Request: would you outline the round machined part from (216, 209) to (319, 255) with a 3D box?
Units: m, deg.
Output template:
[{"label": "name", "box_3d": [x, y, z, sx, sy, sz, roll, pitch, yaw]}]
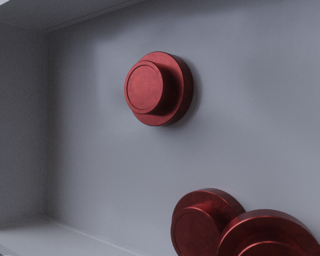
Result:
[{"label": "round machined part", "box_3d": [0.101, 0.129, 0.287, 0.098, 0.042, 0.097, 1, 94, 13]}]

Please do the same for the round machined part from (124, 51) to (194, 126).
[{"label": "round machined part", "box_3d": [-0.009, -0.051, 0.403, 0.098, 0.042, 0.097, 0, 90, 40]}]

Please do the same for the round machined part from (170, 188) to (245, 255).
[{"label": "round machined part", "box_3d": [0.051, 0.121, 0.354, 0.098, 0.042, 0.097, 0, 90, 40]}]
